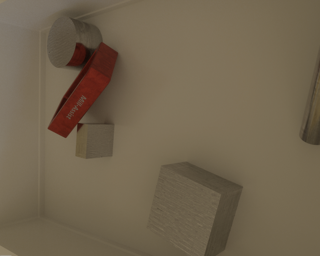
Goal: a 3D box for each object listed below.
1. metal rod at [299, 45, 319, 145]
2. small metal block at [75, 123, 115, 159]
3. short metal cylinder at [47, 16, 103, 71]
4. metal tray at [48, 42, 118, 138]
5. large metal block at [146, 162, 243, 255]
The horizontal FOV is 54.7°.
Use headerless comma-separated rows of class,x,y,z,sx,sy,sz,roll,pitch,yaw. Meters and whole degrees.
metal rod,0.130,-0.110,0.200,0.025,0.025,0.298,27,139,36
small metal block,-0.098,0.018,0.469,0.025,0.050,0.050,8,95,39
short metal cylinder,-0.138,-0.134,0.502,0.080,0.050,0.079,0,90,39
metal tray,-0.115,-0.056,0.463,0.129,0.030,0.090,-45,25,30
large metal block,0.038,0.092,0.357,0.080,0.050,0.079,21,103,37
